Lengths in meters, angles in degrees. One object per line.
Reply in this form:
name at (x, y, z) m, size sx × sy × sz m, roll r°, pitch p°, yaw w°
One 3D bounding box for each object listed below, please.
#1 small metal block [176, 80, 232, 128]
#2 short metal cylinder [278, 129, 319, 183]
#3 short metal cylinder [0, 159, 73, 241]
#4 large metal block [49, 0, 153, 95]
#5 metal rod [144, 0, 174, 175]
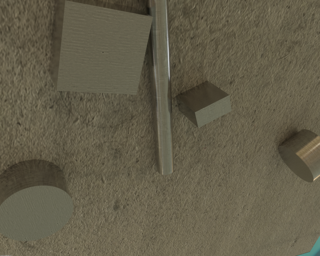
small metal block at (0.056, -0.032, 0.403) m, size 0.050 × 0.050 × 0.025 m, roll -27°, pitch 128°, yaw -12°
short metal cylinder at (0.258, 0.049, 0.546) m, size 0.050 × 0.080 × 0.080 m, roll -37°, pitch 130°, yaw -4°
short metal cylinder at (-0.148, 0.084, 0.363) m, size 0.081 × 0.050 × 0.079 m, roll -14°, pitch 125°, yaw -21°
large metal block at (-0.062, -0.081, 0.308) m, size 0.081 × 0.050 × 0.079 m, roll 0°, pitch 119°, yaw -29°
metal rod at (0.000, -0.065, 0.368) m, size 0.025 × 0.025 × 0.298 m, roll -17°, pitch 125°, yaw -19°
